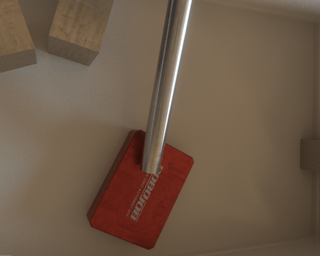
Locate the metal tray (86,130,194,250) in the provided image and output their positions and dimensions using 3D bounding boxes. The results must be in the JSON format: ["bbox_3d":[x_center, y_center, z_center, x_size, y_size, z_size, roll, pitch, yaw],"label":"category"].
[{"bbox_3d":[-0.024,0.078,0.400,0.090,0.030,0.130,30,80,-18],"label":"metal tray"}]

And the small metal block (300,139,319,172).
[{"bbox_3d":[0.253,0.043,0.493,0.025,0.050,0.050,1,90,-20],"label":"small metal block"}]

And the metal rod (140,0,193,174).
[{"bbox_3d":[0.013,-0.089,0.328,0.025,0.025,0.298,3,110,-20],"label":"metal rod"}]

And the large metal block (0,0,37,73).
[{"bbox_3d":[-0.176,-0.087,0.316,0.081,0.080,0.050,-20,97,-19],"label":"large metal block"}]

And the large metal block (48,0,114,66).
[{"bbox_3d":[-0.089,-0.122,0.349,0.050,0.080,0.080,16,85,-20],"label":"large metal block"}]
